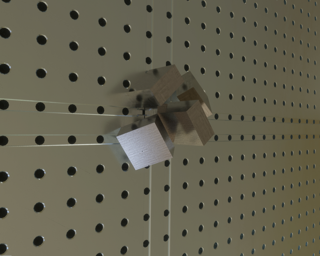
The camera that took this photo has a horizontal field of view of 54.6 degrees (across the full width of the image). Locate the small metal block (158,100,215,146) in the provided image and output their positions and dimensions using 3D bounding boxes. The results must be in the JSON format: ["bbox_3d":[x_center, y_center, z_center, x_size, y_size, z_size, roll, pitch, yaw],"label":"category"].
[{"bbox_3d":[0.032,-0.006,0.386,0.025,0.050,0.050,-44,117,-32],"label":"small metal block"}]

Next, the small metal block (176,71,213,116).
[{"bbox_3d":[0.046,-0.044,0.429,0.050,0.025,0.050,50,21,-28],"label":"small metal block"}]

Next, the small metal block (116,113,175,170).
[{"bbox_3d":[-0.016,0.017,0.374,0.050,0.050,0.025,63,18,-21],"label":"small metal block"}]

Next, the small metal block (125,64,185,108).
[{"bbox_3d":[-0.007,-0.051,0.386,0.050,0.050,0.025,-48,119,-29],"label":"small metal block"}]

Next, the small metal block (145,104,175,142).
[{"bbox_3d":[0.007,-0.006,0.414,0.050,0.025,0.050,1,89,-41],"label":"small metal block"}]
